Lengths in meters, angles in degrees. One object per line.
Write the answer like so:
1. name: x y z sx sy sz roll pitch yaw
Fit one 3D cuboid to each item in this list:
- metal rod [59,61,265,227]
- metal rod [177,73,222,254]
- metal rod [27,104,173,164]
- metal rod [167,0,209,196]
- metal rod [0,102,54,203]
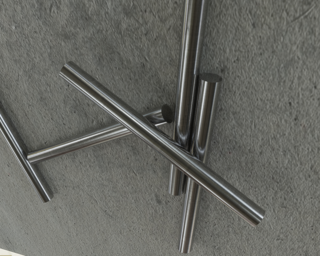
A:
1. metal rod: 0.001 0.018 0.383 0.300 0.025 0.025 38 129 2
2. metal rod: 0.048 0.069 0.423 0.025 0.025 0.298 16 125 19
3. metal rod: -0.109 0.017 0.475 0.300 0.025 0.025 -17 110 34
4. metal rod: 0.031 -0.035 0.368 0.025 0.025 0.298 16 125 19
5. metal rod: -0.270 0.009 0.554 0.025 0.025 0.299 -7 115 31
